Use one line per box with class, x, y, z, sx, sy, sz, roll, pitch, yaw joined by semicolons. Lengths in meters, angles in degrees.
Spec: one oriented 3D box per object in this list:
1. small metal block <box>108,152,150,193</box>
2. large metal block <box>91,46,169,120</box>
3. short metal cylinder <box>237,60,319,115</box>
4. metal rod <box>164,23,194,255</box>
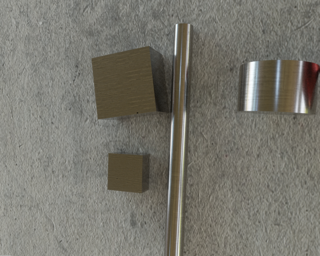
small metal block;-0.043;0.060;0.423;0.050;0.025;0.050;2;91;19
large metal block;-0.038;-0.055;0.408;0.080;0.050;0.080;-7;88;19
short metal cylinder;0.126;-0.041;0.335;0.080;0.080;0.050;4;91;19
metal rod;0.024;0.019;0.399;0.025;0.025;0.298;3;91;19
